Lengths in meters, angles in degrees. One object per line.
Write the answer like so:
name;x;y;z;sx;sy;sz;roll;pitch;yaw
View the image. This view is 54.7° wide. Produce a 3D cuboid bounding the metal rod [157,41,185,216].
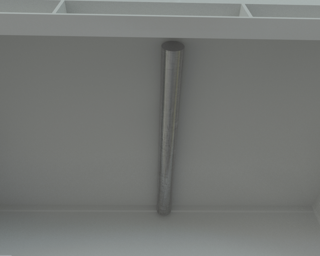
metal rod;0.010;0.025;0.430;0.025;0.025;0.298;1;130;-1
